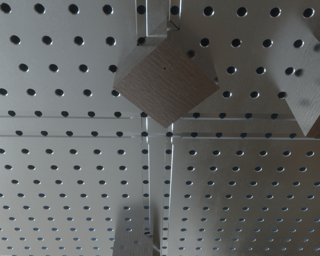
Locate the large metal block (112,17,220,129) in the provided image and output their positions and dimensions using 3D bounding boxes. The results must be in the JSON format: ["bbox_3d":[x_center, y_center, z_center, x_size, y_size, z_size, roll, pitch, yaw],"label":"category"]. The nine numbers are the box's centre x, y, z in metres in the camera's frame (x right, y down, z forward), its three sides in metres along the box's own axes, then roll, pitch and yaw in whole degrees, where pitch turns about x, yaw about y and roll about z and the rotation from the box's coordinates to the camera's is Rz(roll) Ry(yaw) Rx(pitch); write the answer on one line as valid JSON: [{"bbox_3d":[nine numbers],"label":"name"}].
[{"bbox_3d":[0.007,-0.058,0.346,0.080,0.050,0.080,-37,121,27],"label":"large metal block"}]

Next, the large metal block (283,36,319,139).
[{"bbox_3d":[0.188,-0.043,0.340,0.050,0.080,0.079,8,130,-7],"label":"large metal block"}]

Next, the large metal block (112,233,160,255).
[{"bbox_3d":[-0.045,0.256,0.593,0.080,0.080,0.050,-12,129,10],"label":"large metal block"}]
